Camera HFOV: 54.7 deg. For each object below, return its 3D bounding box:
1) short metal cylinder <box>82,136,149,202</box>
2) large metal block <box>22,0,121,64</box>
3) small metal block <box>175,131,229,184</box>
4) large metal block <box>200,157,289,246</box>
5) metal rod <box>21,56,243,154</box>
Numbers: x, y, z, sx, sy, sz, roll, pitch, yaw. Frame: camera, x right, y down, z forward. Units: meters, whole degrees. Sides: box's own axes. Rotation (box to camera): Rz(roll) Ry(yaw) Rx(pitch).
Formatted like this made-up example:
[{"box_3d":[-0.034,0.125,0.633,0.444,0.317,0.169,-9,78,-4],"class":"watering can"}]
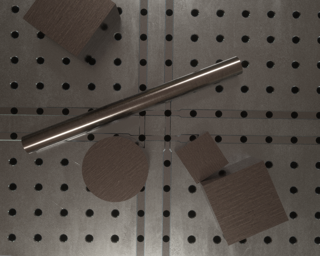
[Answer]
[{"box_3d":[-0.054,0.050,0.400,0.081,0.050,0.079,0,90,-1],"class":"short metal cylinder"},{"box_3d":[-0.110,-0.142,0.399,0.080,0.050,0.080,36,90,-1],"class":"large metal block"},{"box_3d":[0.055,0.038,0.414,0.050,0.025,0.050,-33,90,0],"class":"small metal block"},{"box_3d":[0.105,0.091,0.402,0.080,0.050,0.080,-23,90,-1],"class":"large metal block"},{"box_3d":[-0.036,-0.031,0.412,0.301,0.025,0.025,-21,90,-1],"class":"metal rod"}]
